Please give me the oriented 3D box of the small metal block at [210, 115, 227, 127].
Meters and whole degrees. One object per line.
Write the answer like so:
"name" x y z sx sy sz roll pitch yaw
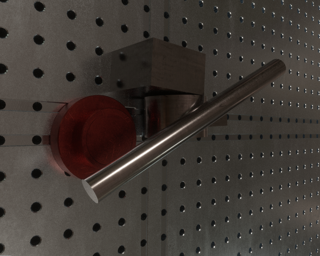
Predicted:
"small metal block" 0.061 -0.015 0.446 0.050 0.050 0.025 -3 92 -40

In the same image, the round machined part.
"round machined part" -0.066 0.012 0.345 0.099 0.042 0.097 0 90 -40

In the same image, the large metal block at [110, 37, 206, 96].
"large metal block" -0.003 -0.066 0.372 0.081 0.080 0.050 5 87 -40

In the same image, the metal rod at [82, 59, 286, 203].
"metal rod" 0.049 -0.013 0.348 0.302 0.025 0.025 -32 110 -30

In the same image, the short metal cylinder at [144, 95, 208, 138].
"short metal cylinder" 0.020 -0.014 0.393 0.081 0.080 0.050 -2 92 -40
